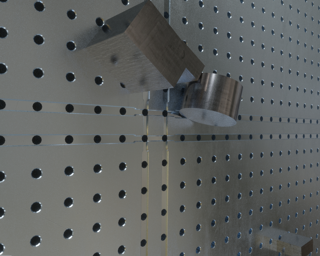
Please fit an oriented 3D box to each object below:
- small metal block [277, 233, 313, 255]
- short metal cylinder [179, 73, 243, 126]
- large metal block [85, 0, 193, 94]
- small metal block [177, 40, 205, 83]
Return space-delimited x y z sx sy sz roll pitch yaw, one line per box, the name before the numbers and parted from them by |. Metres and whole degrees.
small metal block | 0.273 0.237 0.627 0.050 0.050 0.025 -7 95 -40
short metal cylinder | 0.072 -0.038 0.436 0.080 0.080 0.050 23 76 -38
large metal block | -0.024 -0.087 0.355 0.080 0.080 0.050 44 63 -32
small metal block | 0.022 -0.086 0.414 0.050 0.050 0.025 40 66 -33
